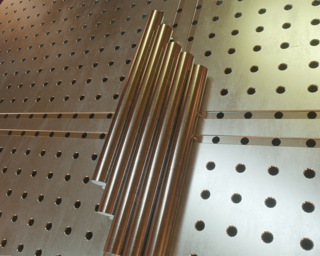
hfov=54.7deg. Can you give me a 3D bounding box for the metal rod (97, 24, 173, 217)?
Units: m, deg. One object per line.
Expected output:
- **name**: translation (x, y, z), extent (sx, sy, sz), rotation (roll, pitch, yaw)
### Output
- **metal rod**: translation (-0.028, -0.027, 0.436), extent (0.025, 0.025, 0.300), rotation (1, 62, 28)

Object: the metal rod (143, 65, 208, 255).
- **metal rod**: translation (0.018, 0.052, 0.365), extent (0.025, 0.025, 0.300), rotation (1, 62, 28)

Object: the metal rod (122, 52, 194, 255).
- **metal rod**: translation (0.001, 0.029, 0.387), extent (0.025, 0.025, 0.300), rotation (1, 62, 28)

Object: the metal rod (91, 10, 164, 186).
- **metal rod**: translation (-0.042, -0.059, 0.464), extent (0.025, 0.025, 0.300), rotation (1, 62, 28)

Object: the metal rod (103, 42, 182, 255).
- **metal rod**: translation (-0.015, 0.010, 0.408), extent (0.025, 0.025, 0.300), rotation (1, 62, 28)
